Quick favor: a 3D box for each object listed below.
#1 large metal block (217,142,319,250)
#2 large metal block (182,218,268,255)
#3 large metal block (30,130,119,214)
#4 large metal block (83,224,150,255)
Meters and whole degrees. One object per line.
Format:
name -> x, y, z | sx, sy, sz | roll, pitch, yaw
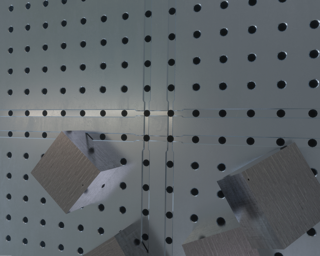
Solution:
large metal block -> 0.123, 0.072, 0.334 | 0.081, 0.050, 0.080 | -23, 80, -26
large metal block -> 0.084, 0.158, 0.370 | 0.080, 0.050, 0.080 | -24, 82, 18
large metal block -> -0.121, 0.060, 0.443 | 0.080, 0.050, 0.080 | 43, 103, 15
large metal block -> -0.059, 0.193, 0.421 | 0.080, 0.050, 0.080 | -36, 79, 16
